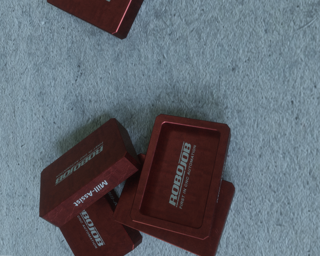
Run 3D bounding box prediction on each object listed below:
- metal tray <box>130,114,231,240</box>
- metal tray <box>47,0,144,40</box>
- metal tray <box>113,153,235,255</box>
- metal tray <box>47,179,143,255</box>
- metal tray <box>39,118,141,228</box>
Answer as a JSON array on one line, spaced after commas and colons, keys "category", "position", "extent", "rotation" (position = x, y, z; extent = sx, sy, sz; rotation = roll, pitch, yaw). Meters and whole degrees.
[{"category": "metal tray", "position": [0.026, 0.054, 0.363], "extent": [0.090, 0.030, 0.130], "rotation": [10, 74, 17]}, {"category": "metal tray", "position": [-0.089, -0.193, 0.438], "extent": [0.130, 0.030, 0.090], "rotation": [30, 100, 17]}, {"category": "metal tray", "position": [0.018, 0.094, 0.385], "extent": [0.130, 0.030, 0.090], "rotation": [16, 76, 19]}, {"category": "metal tray", "position": [-0.096, 0.129, 0.440], "extent": [0.090, 0.030, 0.130], "rotation": [-37, 78, 16]}, {"category": "metal tray", "position": [-0.094, 0.054, 0.398], "extent": [0.130, 0.030, 0.090], "rotation": [-36, 35, 5]}]
